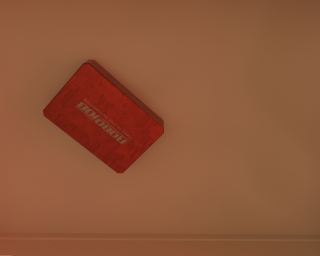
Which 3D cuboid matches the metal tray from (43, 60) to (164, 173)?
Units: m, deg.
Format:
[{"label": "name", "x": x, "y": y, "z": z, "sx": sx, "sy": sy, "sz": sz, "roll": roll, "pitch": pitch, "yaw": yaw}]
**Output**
[{"label": "metal tray", "x": -0.070, "y": -0.013, "z": 0.403, "sx": 0.130, "sy": 0.030, "sz": 0.090, "roll": 41, "pitch": 105, "yaw": -14}]
